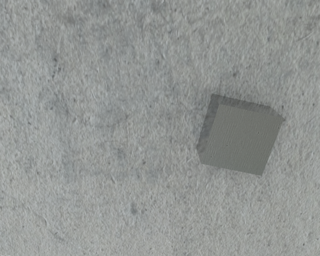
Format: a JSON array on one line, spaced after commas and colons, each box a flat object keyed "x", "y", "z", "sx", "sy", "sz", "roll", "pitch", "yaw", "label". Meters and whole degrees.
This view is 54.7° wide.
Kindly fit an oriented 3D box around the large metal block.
[{"x": 0.099, "y": 0.008, "z": 0.401, "sx": 0.081, "sy": 0.050, "sz": 0.079, "roll": 12, "pitch": 110, "yaw": -5, "label": "large metal block"}]
